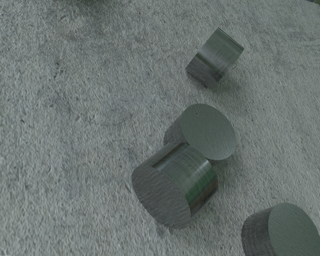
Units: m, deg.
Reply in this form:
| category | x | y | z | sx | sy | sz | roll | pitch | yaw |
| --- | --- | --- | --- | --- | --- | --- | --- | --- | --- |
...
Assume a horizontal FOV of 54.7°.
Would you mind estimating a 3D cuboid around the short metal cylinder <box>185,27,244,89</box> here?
| category | x | y | z | sx | sy | sz | roll | pitch | yaw |
| --- | --- | --- | --- | --- | --- | --- | --- | --- | --- |
| short metal cylinder | 0.083 | -0.107 | 0.478 | 0.050 | 0.080 | 0.080 | 39 | 51 | -2 |

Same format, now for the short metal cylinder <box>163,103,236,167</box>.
| category | x | y | z | sx | sy | sz | roll | pitch | yaw |
| --- | --- | --- | --- | --- | --- | --- | --- | --- | --- |
| short metal cylinder | 0.051 | 0.015 | 0.406 | 0.081 | 0.050 | 0.080 | 14 | 56 | -21 |

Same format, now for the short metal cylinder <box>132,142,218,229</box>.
| category | x | y | z | sx | sy | sz | roll | pitch | yaw |
| --- | --- | --- | --- | --- | --- | --- | --- | --- | --- |
| short metal cylinder | 0.016 | 0.062 | 0.339 | 0.080 | 0.080 | 0.050 | 50 | 51 | 6 |

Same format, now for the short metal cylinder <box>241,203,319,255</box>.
| category | x | y | z | sx | sy | sz | roll | pitch | yaw |
| --- | --- | --- | --- | --- | --- | --- | --- | --- | --- |
| short metal cylinder | 0.149 | 0.139 | 0.383 | 0.081 | 0.050 | 0.080 | 14 | 56 | -21 |
